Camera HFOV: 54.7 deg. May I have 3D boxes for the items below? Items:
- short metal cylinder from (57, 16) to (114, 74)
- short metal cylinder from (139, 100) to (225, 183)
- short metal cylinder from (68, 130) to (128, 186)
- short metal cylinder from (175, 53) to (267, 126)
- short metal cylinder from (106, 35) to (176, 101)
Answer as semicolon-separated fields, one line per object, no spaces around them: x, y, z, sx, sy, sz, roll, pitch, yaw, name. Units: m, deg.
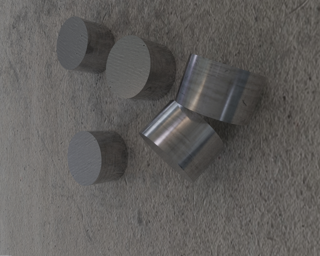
-0.117;-0.128;0.486;0.080;0.050;0.080;0;90;40;short metal cylinder
0.023;0.015;0.341;0.050;0.080;0.080;-46;56;-9;short metal cylinder
-0.094;0.044;0.467;0.080;0.050;0.080;0;90;40;short metal cylinder
0.061;-0.041;0.319;0.080;0.081;0.050;28;108;36;short metal cylinder
-0.026;-0.077;0.410;0.080;0.050;0.080;0;90;40;short metal cylinder
